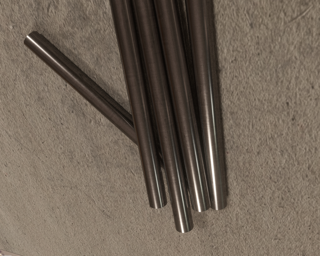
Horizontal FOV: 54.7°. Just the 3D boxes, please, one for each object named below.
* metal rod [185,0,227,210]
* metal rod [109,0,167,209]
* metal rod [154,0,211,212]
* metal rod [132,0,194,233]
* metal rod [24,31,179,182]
[{"bbox_3d":[0.056,-0.026,0.360,0.025,0.025,0.298,4,120,26],"label":"metal rod"},{"bbox_3d":[-0.025,-0.034,0.376,0.025,0.025,0.298,1,113,27],"label":"metal rod"},{"bbox_3d":[0.027,-0.032,0.358,0.025,0.025,0.298,0,115,28],"label":"metal rod"},{"bbox_3d":[0.008,-0.001,0.379,0.025,0.025,0.298,0,112,28],"label":"metal rod"},{"bbox_3d":[-0.064,-0.022,0.425,0.300,0.025,0.025,42,129,-1],"label":"metal rod"}]
